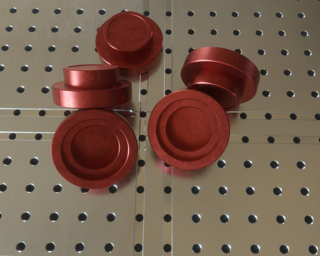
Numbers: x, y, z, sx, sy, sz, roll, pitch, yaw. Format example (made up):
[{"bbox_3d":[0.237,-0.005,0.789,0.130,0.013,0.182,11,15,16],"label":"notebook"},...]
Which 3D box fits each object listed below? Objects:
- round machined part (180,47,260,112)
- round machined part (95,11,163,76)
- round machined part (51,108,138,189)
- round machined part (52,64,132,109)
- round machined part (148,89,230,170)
[{"bbox_3d":[0.072,-0.055,0.394,0.098,0.098,0.042,19,70,6],"label":"round machined part"},{"bbox_3d":[-0.044,-0.129,0.449,0.099,0.042,0.098,0,70,-1],"label":"round machined part"},{"bbox_3d":[-0.079,0.021,0.378,0.099,0.042,0.097,-3,106,-11],"label":"round machined part"},{"bbox_3d":[-0.085,-0.056,0.390,0.099,0.098,0.042,0,108,0],"label":"round machined part"},{"bbox_3d":[0.037,0.000,0.388,0.098,0.042,0.097,2,99,11],"label":"round machined part"}]
